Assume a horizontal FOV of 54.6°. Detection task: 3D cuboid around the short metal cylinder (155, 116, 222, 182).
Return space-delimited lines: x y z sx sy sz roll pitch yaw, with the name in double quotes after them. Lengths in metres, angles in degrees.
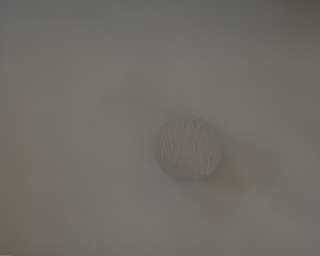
0.034 0.025 0.399 0.080 0.050 0.080 0 90 0 "short metal cylinder"
